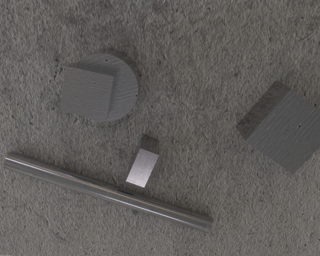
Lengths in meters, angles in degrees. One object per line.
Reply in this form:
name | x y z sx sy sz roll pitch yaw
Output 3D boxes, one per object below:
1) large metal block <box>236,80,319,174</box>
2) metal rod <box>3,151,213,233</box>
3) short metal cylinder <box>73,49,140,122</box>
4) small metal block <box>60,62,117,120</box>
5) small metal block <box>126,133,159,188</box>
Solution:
large metal block | 0.160 -0.002 0.397 0.080 0.050 0.080 34 106 -12
metal rod | -0.067 0.094 0.443 0.302 0.025 0.025 20 109 -8
short metal cylinder | -0.065 -0.053 0.376 0.081 0.050 0.079 0 110 0
small metal block | -0.078 -0.041 0.341 0.050 0.025 0.050 11 110 -5
small metal block | -0.022 0.042 0.412 0.025 0.050 0.050 21 109 -8
